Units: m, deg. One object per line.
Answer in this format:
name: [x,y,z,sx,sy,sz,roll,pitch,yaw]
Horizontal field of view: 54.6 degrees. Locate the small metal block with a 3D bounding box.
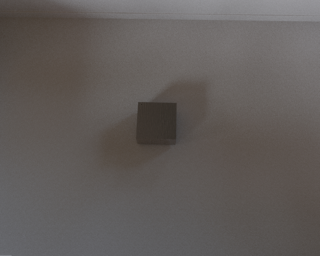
small metal block: [-0.004,-0.006,0.408,0.050,0.025,0.050,2,70,1]
